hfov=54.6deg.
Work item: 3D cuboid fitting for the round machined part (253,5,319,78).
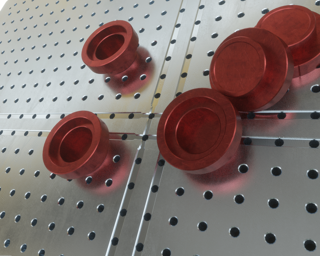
[{"bbox_3d":[0.156,-0.112,0.385,0.098,0.042,0.098,-13,56,21],"label":"round machined part"}]

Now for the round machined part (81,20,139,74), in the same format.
[{"bbox_3d":[-0.079,-0.129,0.519,0.098,0.042,0.098,-13,56,21],"label":"round machined part"}]

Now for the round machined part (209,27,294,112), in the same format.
[{"bbox_3d":[0.098,-0.068,0.360,0.098,0.042,0.097,-1,89,41],"label":"round machined part"}]

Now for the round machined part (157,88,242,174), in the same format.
[{"bbox_3d":[0.048,0.006,0.362,0.098,0.042,0.098,-13,64,29],"label":"round machined part"}]

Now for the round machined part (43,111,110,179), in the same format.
[{"bbox_3d":[-0.114,0.027,0.442,0.098,0.042,0.098,-13,56,21],"label":"round machined part"}]
